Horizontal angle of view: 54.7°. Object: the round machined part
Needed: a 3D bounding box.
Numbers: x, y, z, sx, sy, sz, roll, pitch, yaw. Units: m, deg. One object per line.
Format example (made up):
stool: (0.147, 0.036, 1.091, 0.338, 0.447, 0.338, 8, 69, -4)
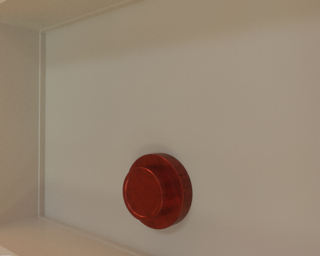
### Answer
round machined part: (-0.010, 0.083, 0.402, 0.098, 0.042, 0.097, 0, 90, 39)
